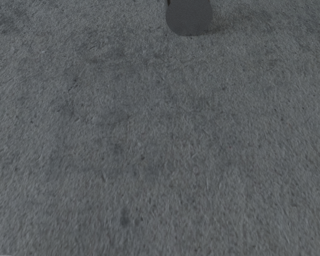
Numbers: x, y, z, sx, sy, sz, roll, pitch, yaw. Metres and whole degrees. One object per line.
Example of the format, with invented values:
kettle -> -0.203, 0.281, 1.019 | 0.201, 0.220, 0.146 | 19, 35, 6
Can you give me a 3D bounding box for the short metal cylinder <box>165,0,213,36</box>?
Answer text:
short metal cylinder -> 0.049, -0.210, 0.545 | 0.081, 0.080, 0.050 | -1, 50, -1
